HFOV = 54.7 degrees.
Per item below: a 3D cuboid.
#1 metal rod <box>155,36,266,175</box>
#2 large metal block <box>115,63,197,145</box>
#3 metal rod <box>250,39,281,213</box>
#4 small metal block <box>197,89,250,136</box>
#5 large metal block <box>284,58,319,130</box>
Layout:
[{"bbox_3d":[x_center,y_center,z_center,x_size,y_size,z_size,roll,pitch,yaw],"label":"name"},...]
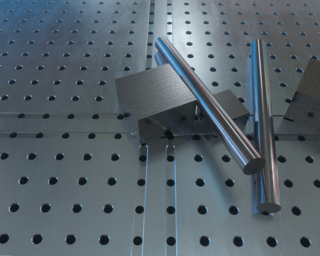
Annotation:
[{"bbox_3d":[0.049,-0.053,0.422,0.025,0.025,0.300,-14,42,-12],"label":"metal rod"},{"bbox_3d":[-0.007,-0.034,0.420,0.081,0.050,0.080,-20,53,-16],"label":"large metal block"},{"bbox_3d":[0.142,-0.027,0.430,0.025,0.025,0.300,7,50,6],"label":"metal rod"},{"bbox_3d":[0.086,-0.022,0.426,0.050,0.025,0.050,-19,53,-15],"label":"small metal block"},{"bbox_3d":[0.230,-0.043,0.429,0.080,0.050,0.080,24,54,19],"label":"large metal block"}]
